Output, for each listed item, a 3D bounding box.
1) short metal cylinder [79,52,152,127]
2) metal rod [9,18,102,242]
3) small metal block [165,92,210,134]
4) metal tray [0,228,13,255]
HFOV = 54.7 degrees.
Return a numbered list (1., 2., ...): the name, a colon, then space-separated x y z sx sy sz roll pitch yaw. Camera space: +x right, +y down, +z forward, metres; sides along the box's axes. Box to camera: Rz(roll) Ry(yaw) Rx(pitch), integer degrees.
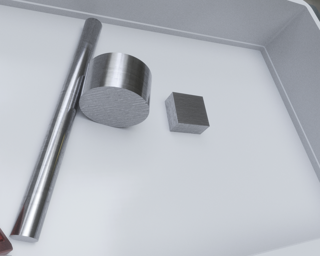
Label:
1. short metal cylinder: -0.051 -0.043 0.370 0.081 0.080 0.050 16 55 -20
2. metal rod: -0.109 -0.024 0.362 0.025 0.025 0.300 19 54 -18
3. small metal block: 0.038 -0.021 0.441 0.050 0.025 0.050 6 59 -26
4. metal tray: -0.157 0.062 0.214 0.030 0.130 0.090 -37 82 -19
